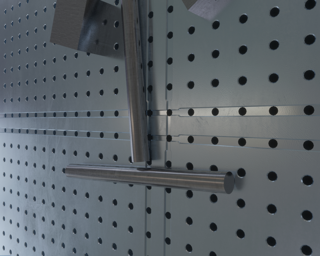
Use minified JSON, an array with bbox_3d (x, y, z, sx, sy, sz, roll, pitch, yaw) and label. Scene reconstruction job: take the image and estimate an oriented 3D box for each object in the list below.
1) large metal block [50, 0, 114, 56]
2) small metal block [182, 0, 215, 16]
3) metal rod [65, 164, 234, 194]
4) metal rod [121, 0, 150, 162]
[{"bbox_3d":[-0.127,-0.167,0.498,0.080,0.050,0.079,24,105,37],"label":"large metal block"},{"bbox_3d":[0.047,-0.173,0.370,0.050,0.025,0.050,-39,67,33],"label":"small metal block"},{"bbox_3d":[-0.038,0.068,0.440,0.300,0.025,0.025,-3,88,40],"label":"metal rod"},{"bbox_3d":[-0.038,-0.102,0.440,0.025,0.025,0.298,-7,85,40],"label":"metal rod"}]
